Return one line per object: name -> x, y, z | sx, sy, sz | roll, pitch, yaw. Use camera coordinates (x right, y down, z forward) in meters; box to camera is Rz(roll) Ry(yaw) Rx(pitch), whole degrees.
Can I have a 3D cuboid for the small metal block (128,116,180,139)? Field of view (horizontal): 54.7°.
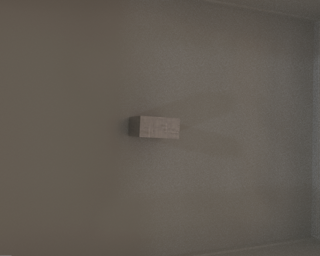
small metal block -> -0.008, -0.001, 0.391 | 0.050, 0.050, 0.025 | 3, 89, -20
